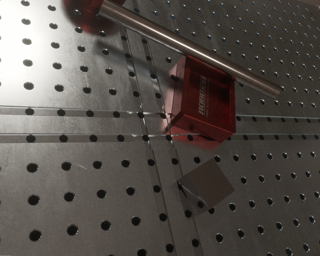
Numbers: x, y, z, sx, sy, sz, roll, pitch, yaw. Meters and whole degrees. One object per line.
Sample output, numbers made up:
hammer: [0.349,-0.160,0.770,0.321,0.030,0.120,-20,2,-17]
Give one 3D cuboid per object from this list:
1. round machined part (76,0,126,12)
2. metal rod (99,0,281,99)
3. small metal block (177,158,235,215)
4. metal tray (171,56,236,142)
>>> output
round machined part: [-0.099,-0.219,0.479,0.099,0.042,0.098,14,56,-21]
metal rod: [0.054,-0.114,0.469,0.302,0.025,0.025,22,53,-14]
small metal block: [0.059,0.074,0.397,0.050,0.025,0.050,-24,75,-37]
metal tray: [0.069,-0.051,0.475,0.091,0.030,0.130,20,54,-17]
